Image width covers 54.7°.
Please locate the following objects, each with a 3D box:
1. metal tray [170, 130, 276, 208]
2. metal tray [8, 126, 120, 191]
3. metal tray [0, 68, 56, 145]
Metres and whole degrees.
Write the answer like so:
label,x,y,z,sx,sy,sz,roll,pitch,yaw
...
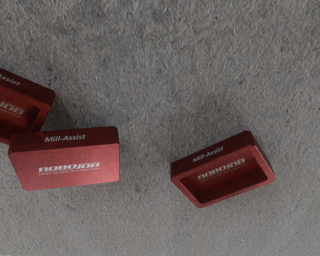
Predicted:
label,x,y,z,sx,sy,sz,roll,pitch,yaw
metal tray,0.092,0.066,0.460,0.130,0.030,0.090,-26,126,20
metal tray,-0.121,0.042,0.414,0.131,0.030,0.089,-5,139,-11
metal tray,-0.206,-0.030,0.375,0.131,0.030,0.089,24,126,-19
